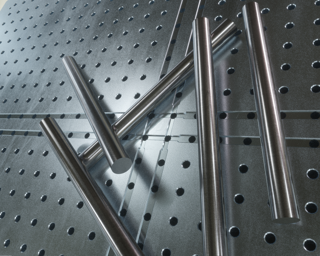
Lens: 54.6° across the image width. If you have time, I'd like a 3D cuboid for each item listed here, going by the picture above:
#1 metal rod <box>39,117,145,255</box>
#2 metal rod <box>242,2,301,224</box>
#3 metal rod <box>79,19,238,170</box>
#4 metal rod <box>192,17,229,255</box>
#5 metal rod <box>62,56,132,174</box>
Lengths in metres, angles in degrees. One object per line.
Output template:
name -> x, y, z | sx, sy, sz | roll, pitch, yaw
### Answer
metal rod -> -0.078, 0.087, 0.375 | 0.025, 0.025, 0.300 | -43, 58, -1
metal rod -> 0.125, -0.041, 0.368 | 0.025, 0.025, 0.300 | -11, 57, 22
metal rod -> -0.007, -0.045, 0.440 | 0.300, 0.025, 0.025 | -43, 51, -2
metal rod -> 0.056, -0.010, 0.367 | 0.025, 0.025, 0.299 | -11, 62, 22
metal rod -> -0.107, -0.039, 0.466 | 0.025, 0.025, 0.300 | -39, 44, 2
